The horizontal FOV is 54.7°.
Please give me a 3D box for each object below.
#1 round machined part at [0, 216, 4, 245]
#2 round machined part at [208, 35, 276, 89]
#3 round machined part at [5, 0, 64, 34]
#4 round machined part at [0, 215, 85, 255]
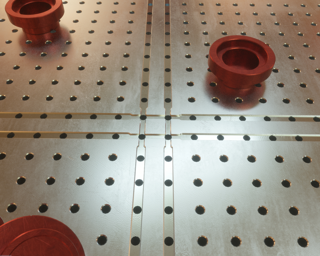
[{"bbox_3d":[-0.175,0.104,0.269,0.042,0.098,0.098,6,50,13],"label":"round machined part"},{"bbox_3d":[0.124,-0.098,0.481,0.099,0.042,0.098,0,50,0],"label":"round machined part"},{"bbox_3d":[-0.226,-0.209,0.569,0.099,0.042,0.098,0,50,0],"label":"round machined part"},{"bbox_3d":[-0.107,0.123,0.260,0.099,0.042,0.098,20,54,-31],"label":"round machined part"}]
